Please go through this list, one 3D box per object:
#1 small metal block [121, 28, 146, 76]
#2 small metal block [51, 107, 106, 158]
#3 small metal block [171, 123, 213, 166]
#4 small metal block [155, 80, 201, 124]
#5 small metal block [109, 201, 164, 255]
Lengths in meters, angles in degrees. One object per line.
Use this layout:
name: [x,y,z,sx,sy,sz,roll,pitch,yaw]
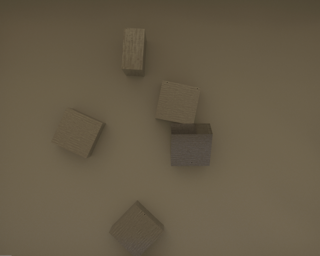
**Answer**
small metal block: [-0.032,-0.096,0.398,0.025,0.050,0.050,4,90,0]
small metal block: [-0.107,0.006,0.410,0.050,0.025,0.050,24,90,0]
small metal block: [0.039,0.022,0.400,0.050,0.025,0.050,0,123,0]
small metal block: [0.023,-0.032,0.411,0.050,0.025,0.050,11,90,0]
small metal block: [-0.030,0.134,0.411,0.050,0.025,0.050,44,90,0]
